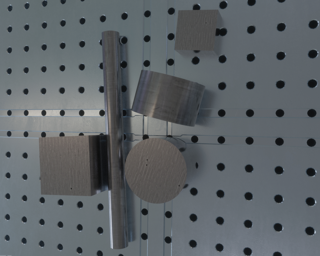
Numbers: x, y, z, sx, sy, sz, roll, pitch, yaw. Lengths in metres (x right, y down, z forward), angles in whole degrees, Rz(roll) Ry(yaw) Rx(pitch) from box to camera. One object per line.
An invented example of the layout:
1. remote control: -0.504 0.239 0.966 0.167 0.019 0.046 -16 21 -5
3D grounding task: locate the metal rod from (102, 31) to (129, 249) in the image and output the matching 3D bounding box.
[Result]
1. metal rod: -0.063 0.016 0.434 0.025 0.025 0.298 -3 89 20

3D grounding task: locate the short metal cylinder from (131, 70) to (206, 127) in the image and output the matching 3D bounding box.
1. short metal cylinder: 0.010 -0.036 0.380 0.080 0.080 0.050 17 96 19

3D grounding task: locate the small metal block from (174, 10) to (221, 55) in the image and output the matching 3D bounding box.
1. small metal block: 0.049 -0.121 0.395 0.050 0.025 0.050 7 92 19

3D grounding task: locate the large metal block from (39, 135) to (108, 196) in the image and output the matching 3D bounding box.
1. large metal block: -0.121 0.051 0.442 0.080 0.050 0.080 -3 89 20

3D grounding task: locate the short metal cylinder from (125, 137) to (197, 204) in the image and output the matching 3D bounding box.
1. short metal cylinder: 0.002 0.052 0.398 0.080 0.050 0.079 0 90 20
